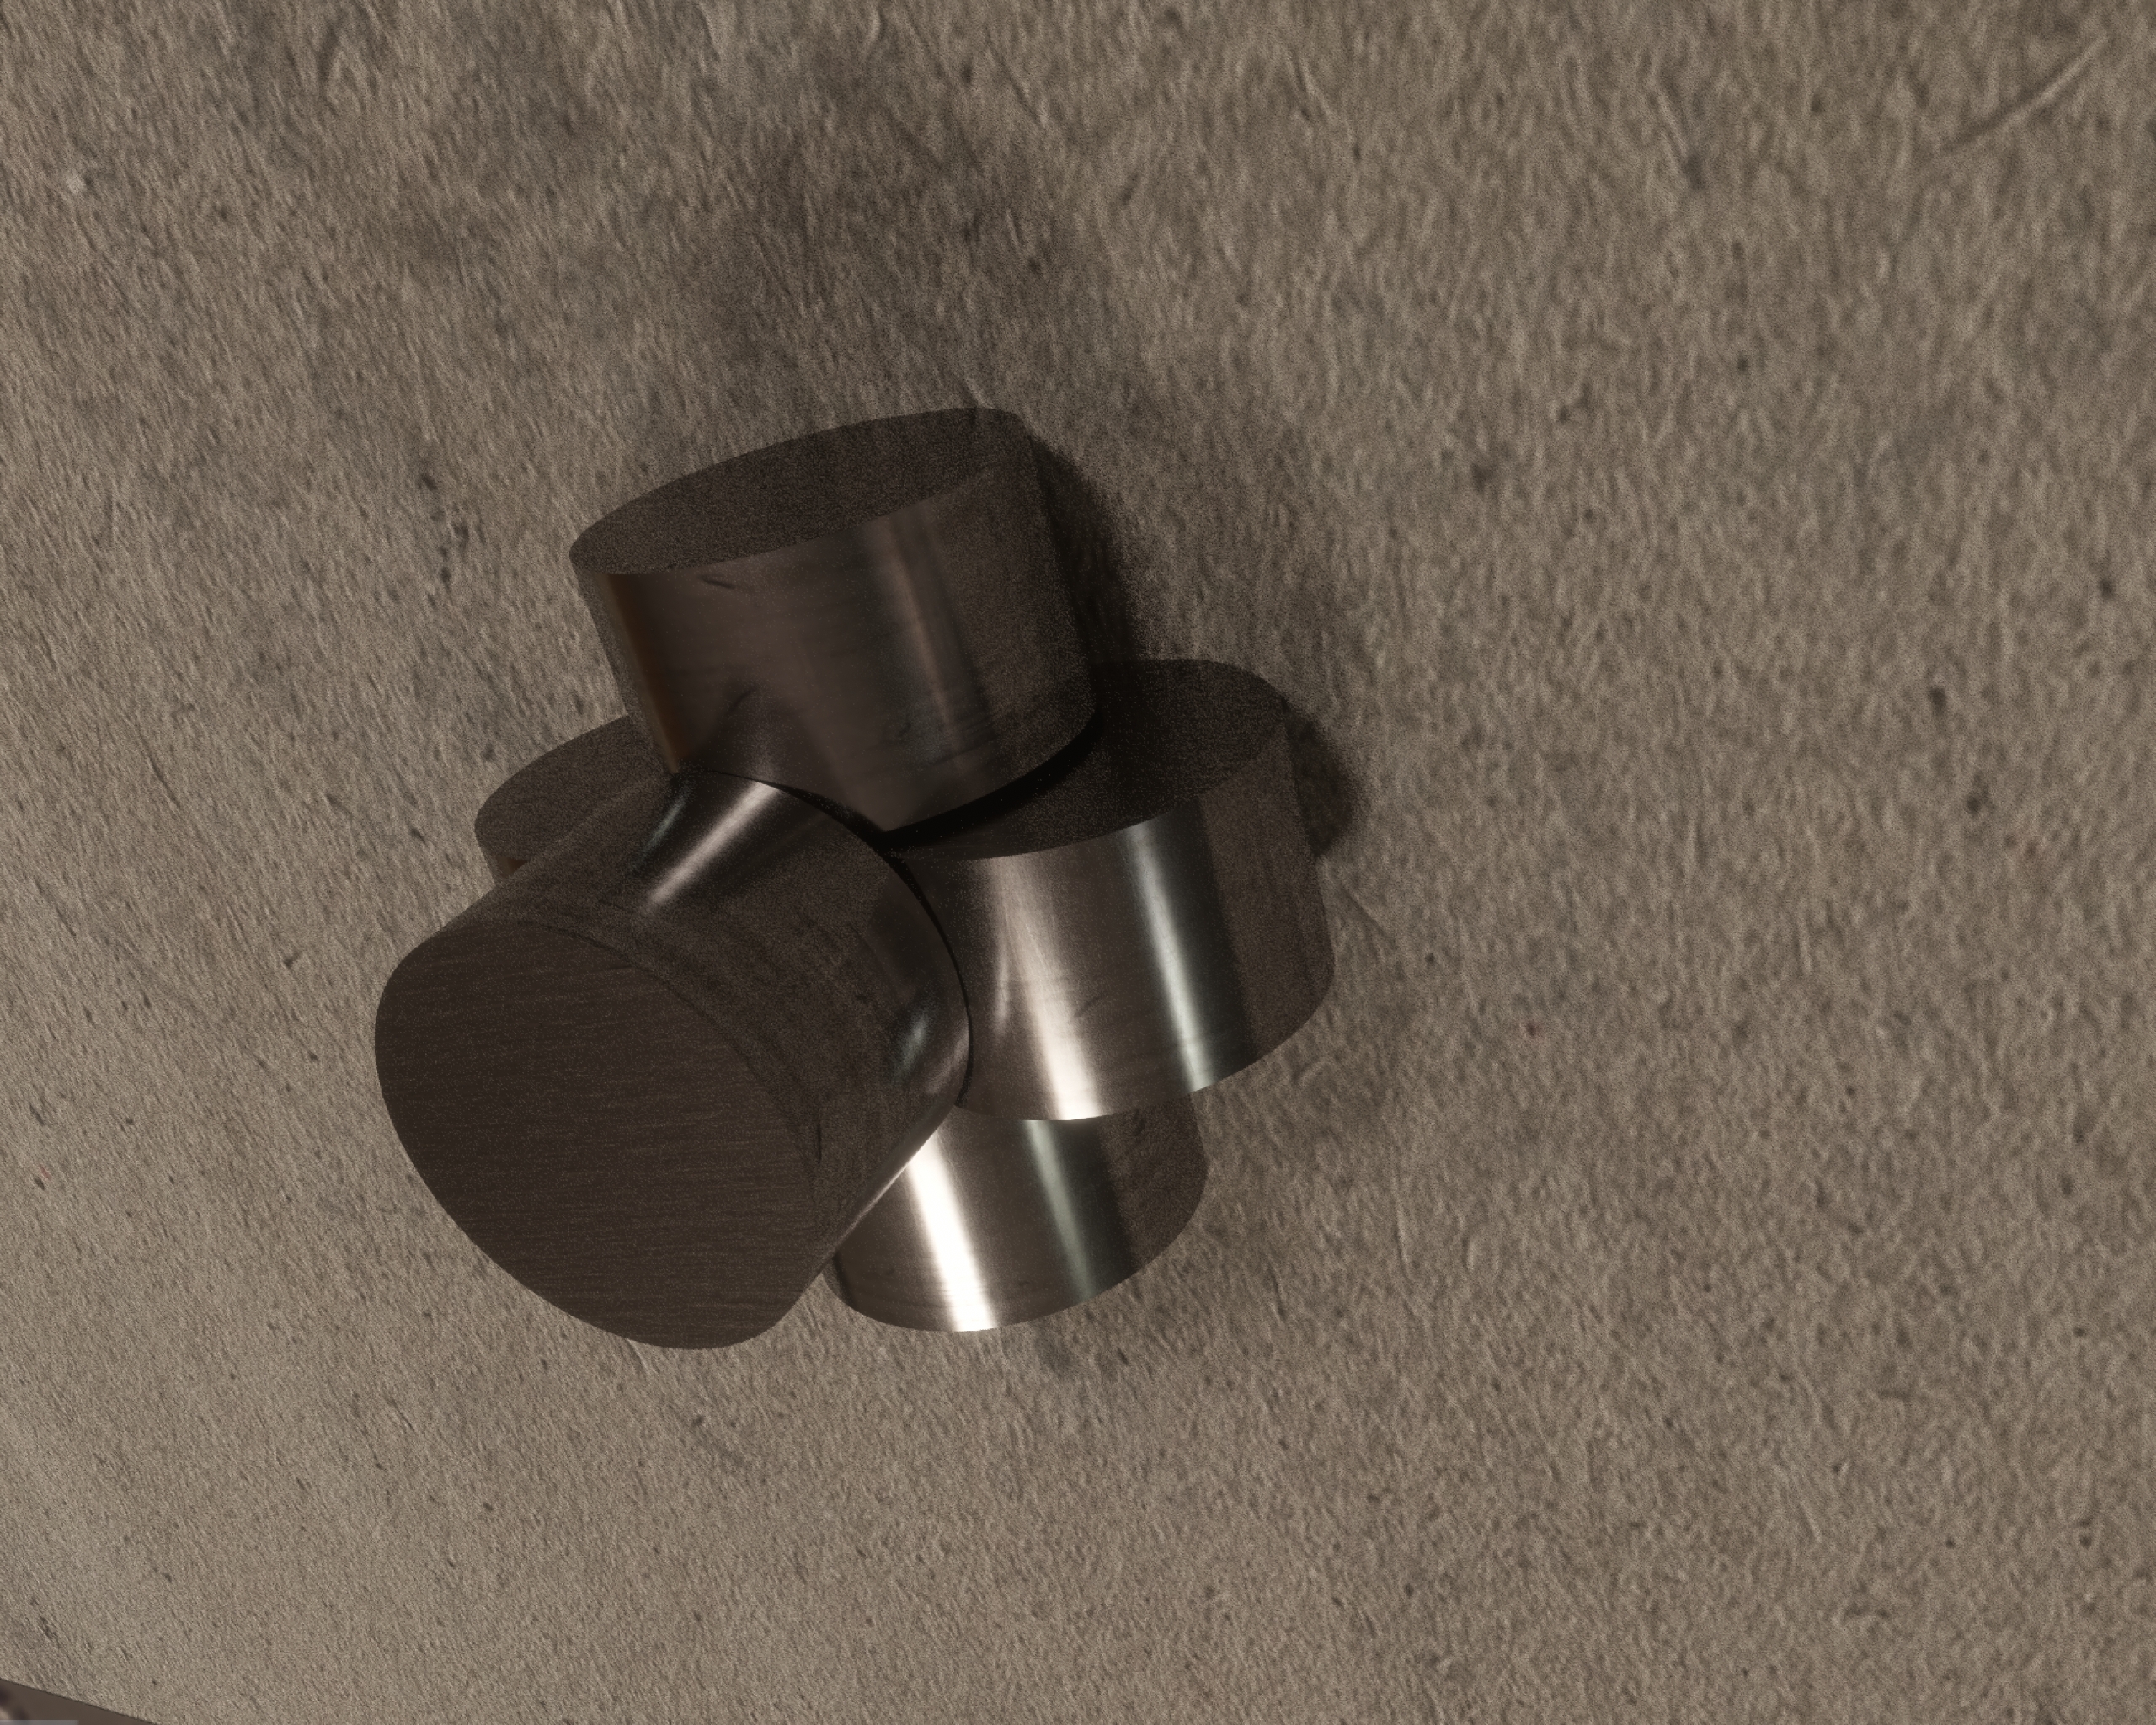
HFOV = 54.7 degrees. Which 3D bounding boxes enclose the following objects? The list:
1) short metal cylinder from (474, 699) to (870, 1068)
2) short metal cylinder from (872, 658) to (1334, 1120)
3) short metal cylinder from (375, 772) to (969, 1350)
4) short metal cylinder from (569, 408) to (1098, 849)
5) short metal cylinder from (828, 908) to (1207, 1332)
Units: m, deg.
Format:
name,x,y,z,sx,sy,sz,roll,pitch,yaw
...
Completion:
name,x,y,z,sx,sy,sz,roll,pitch,yaw
short metal cylinder,-0.070,0.003,0.410,0.080,0.080,0.050,-1,118,28
short metal cylinder,0.002,0.002,0.372,0.080,0.080,0.050,0,118,28
short metal cylinder,-0.065,0.032,0.341,0.080,0.050,0.079,13,124,20
short metal cylinder,-0.042,-0.043,0.367,0.080,0.080,0.050,-2,118,28
short metal cylinder,-0.019,0.046,0.410,0.080,0.080,0.050,0,118,28
